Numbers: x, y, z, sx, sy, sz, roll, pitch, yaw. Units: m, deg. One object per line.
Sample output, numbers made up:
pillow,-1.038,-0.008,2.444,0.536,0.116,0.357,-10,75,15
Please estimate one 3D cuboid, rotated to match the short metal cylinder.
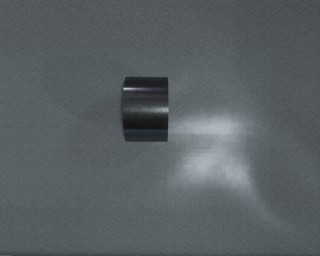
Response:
short metal cylinder,-0.016,-0.023,0.381,0.050,0.080,0.079,0,90,0
